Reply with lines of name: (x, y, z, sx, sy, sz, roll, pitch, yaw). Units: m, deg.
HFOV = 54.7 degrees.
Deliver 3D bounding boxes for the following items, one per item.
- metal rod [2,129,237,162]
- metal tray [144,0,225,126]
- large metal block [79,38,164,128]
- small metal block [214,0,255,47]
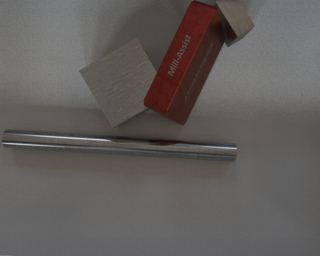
metal rod: (-0.051, 0.023, 0.410, 0.302, 0.025, 0.025, 4, 90, -1)
metal tray: (0.034, -0.072, 0.376, 0.030, 0.090, 0.129, 26, 90, 19)
large metal block: (-0.043, -0.055, 0.398, 0.080, 0.050, 0.080, -30, 90, 0)
small metal block: (0.091, -0.138, 0.400, 0.025, 0.050, 0.050, -32, 90, -1)
